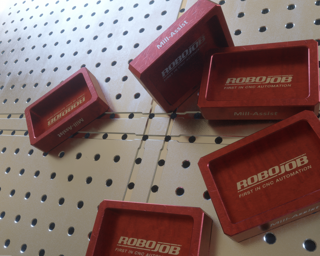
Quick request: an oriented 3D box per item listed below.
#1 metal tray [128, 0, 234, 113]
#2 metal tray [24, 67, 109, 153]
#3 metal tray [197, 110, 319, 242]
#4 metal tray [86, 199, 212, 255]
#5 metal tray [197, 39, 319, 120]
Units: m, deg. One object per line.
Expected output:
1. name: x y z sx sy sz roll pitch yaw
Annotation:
1. metal tray: 0.033 -0.091 0.405 0.130 0.090 0.030 -43 51 -1
2. metal tray: -0.155 -0.031 0.506 0.130 0.030 0.090 -34 51 5
3. metal tray: 0.114 0.048 0.315 0.130 0.030 0.090 -26 52 11
4. metal tray: -0.015 0.129 0.334 0.130 0.030 0.090 -2 61 27
5. metal tray: 0.116 -0.056 0.371 0.130 0.030 0.090 1 63 23
